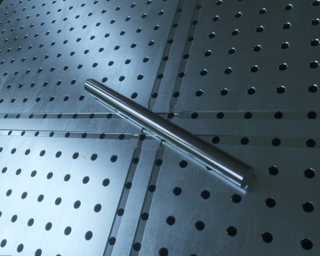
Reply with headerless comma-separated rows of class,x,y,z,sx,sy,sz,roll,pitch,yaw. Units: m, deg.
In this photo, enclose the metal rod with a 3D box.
metal rod,-0.010,-0.008,0.417,0.300,0.025,0.025,31,79,37
